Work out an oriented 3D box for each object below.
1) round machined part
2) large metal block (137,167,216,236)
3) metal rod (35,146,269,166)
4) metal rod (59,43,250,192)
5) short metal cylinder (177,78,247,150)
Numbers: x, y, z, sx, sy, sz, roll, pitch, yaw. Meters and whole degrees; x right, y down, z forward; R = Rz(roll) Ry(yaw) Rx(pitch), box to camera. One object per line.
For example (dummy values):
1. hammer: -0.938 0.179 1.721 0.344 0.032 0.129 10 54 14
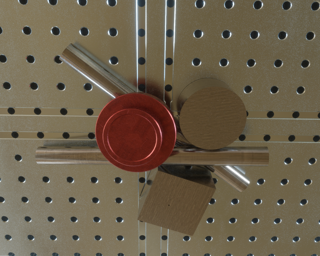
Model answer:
1. round machined part: -0.030 0.007 0.371 0.099 0.042 0.097 1 102 5
2. large metal block: 0.021 0.093 0.432 0.080 0.050 0.079 19 109 -7
3. metal rod: -0.015 0.037 0.407 0.302 0.025 0.025 0 110 7
4. metal rod: 0.002 -0.006 0.411 0.301 0.025 0.025 37 106 -13
5. short metal cylinder: 0.063 -0.019 0.393 0.081 0.050 0.079 0 110 -1
